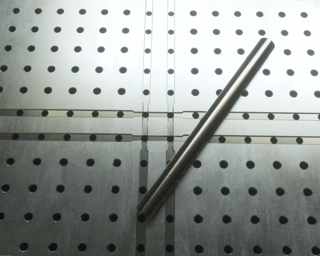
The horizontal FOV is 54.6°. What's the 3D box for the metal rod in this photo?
[{"bbox_3d":[0.069,-0.010,0.415,0.025,0.025,0.300,35,73,12],"label":"metal rod"}]
